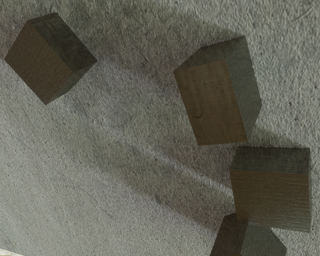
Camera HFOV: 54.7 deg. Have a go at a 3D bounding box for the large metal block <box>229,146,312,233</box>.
[{"bbox_3d":[0.132,0.070,0.364,0.080,0.050,0.080,0,119,28],"label":"large metal block"}]

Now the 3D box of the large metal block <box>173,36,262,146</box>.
[{"bbox_3d":[0.063,-0.038,0.314,0.050,0.080,0.080,-7,115,31],"label":"large metal block"}]

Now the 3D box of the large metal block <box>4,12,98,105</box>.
[{"bbox_3d":[-0.145,-0.090,0.411,0.080,0.050,0.080,-34,99,38],"label":"large metal block"}]

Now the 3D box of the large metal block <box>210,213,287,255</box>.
[{"bbox_3d":[0.119,0.168,0.412,0.050,0.080,0.080,-33,100,38],"label":"large metal block"}]
